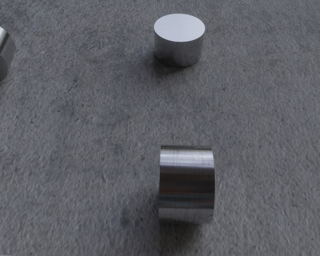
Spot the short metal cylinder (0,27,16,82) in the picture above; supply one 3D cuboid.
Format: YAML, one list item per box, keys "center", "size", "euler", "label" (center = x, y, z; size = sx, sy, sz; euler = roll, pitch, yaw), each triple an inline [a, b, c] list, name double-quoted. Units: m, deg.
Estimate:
- center: [-0.262, -0.111, 0.457]
  size: [0.081, 0.080, 0.050]
  euler: [-2, 50, -3]
  label: "short metal cylinder"

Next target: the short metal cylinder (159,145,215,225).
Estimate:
- center: [0.025, 0.057, 0.320]
  size: [0.050, 0.080, 0.080]
  euler: [1, 50, 1]
  label: "short metal cylinder"

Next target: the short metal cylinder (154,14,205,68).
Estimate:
- center: [0.031, -0.144, 0.508]
  size: [0.081, 0.050, 0.080]
  euler: [0, 50, 0]
  label: "short metal cylinder"
